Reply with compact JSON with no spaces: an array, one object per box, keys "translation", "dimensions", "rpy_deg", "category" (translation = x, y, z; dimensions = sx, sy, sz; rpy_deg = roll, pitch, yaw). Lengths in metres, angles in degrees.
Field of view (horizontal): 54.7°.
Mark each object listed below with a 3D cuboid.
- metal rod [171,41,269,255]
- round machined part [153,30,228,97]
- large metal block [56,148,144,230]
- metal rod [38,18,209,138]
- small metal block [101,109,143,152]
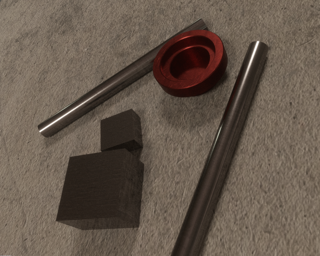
[{"translation":[0.070,0.026,0.350],"dimensions":[0.025,0.025,0.300],"rpy_deg":[11,67,32],"category":"metal rod"},{"translation":[0.043,-0.082,0.419],"dimensions":[0.098,0.042,0.098],"rpy_deg":[-13,56,20],"category":"round machined part"},{"translation":[-0.069,0.076,0.376],"dimensions":[0.080,0.050,0.080],"rpy_deg":[-10,57,22],"category":"large metal block"},{"translation":[-0.060,-0.074,0.479],"dimensions":[0.300,0.025,0.025],"rpy_deg":[-32,52,7],"category":"metal rod"},{"translation":[-0.053,0.008,0.426],"dimensions":[0.050,0.025,0.050],"rpy_deg":[-19,54,16],"category":"small metal block"}]
